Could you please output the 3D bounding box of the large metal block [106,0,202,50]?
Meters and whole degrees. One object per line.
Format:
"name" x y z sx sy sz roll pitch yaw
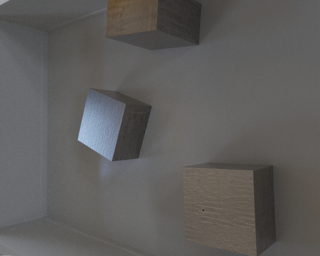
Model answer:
"large metal block" -0.007 -0.131 0.377 0.080 0.081 0.050 6 94 40

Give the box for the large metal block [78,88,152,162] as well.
"large metal block" -0.066 -0.006 0.446 0.080 0.050 0.079 25 106 37

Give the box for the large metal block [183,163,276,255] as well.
"large metal block" 0.073 0.081 0.330 0.080 0.050 0.080 -3 88 40
